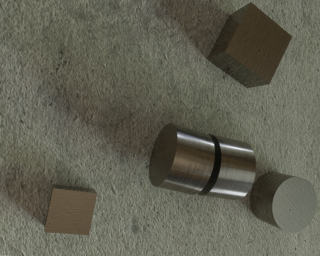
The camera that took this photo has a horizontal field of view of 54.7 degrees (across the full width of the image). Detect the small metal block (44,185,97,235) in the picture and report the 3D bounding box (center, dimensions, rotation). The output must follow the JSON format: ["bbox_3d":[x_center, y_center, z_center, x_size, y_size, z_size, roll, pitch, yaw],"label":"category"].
[{"bbox_3d":[-0.107,0.097,0.370,0.050,0.025,0.050,12,86,-20],"label":"small metal block"}]

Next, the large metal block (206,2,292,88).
[{"bbox_3d":[0.127,-0.114,0.442,0.080,0.050,0.080,31,80,-18],"label":"large metal block"}]

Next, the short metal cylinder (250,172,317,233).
[{"bbox_3d":[0.184,0.109,0.464,0.081,0.050,0.079,0,90,-20],"label":"short metal cylinder"}]

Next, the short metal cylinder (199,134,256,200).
[{"bbox_3d":[0.080,0.052,0.409,0.050,0.080,0.080,13,86,-20],"label":"short metal cylinder"}]

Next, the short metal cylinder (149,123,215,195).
[{"bbox_3d":[0.025,0.039,0.389,0.050,0.080,0.080,17,84,-19],"label":"short metal cylinder"}]
